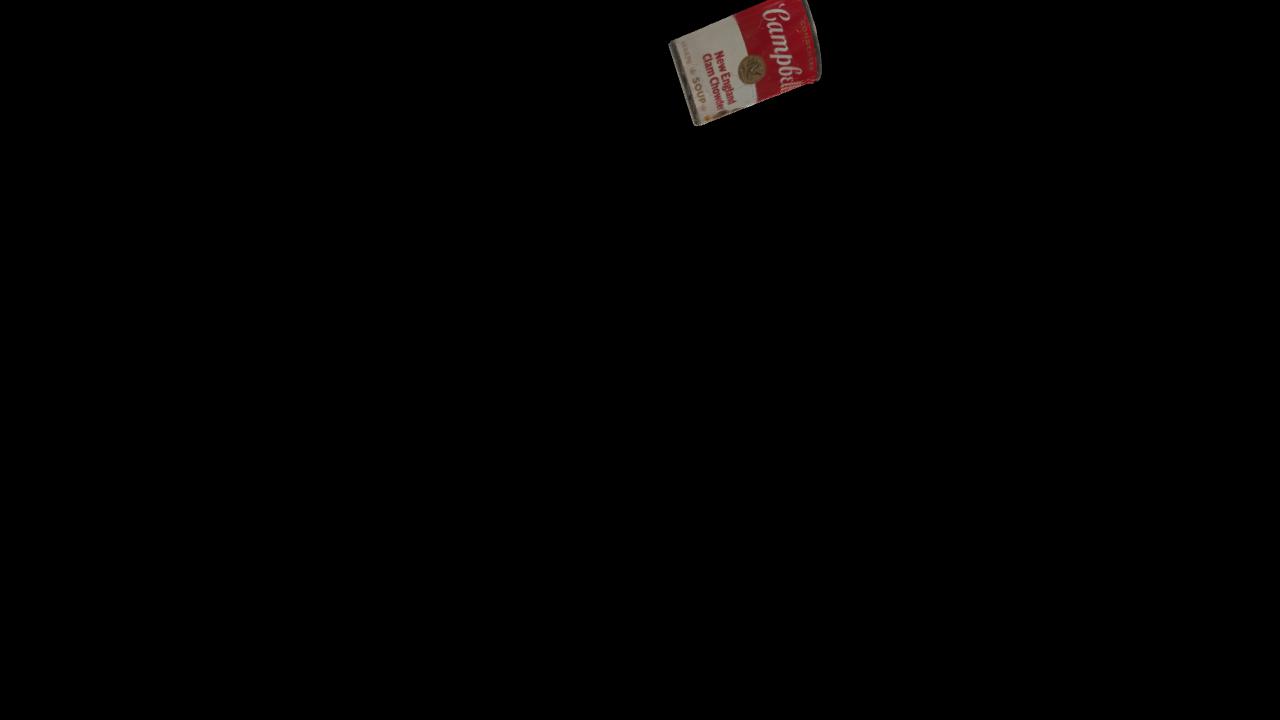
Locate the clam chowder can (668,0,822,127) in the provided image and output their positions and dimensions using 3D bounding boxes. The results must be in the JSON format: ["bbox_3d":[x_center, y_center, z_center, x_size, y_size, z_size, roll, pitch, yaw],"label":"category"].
[{"bbox_3d":[0.080,-0.232,0.476,0.102,0.068,0.068,-18,-3,11],"label":"clam chowder can"}]
